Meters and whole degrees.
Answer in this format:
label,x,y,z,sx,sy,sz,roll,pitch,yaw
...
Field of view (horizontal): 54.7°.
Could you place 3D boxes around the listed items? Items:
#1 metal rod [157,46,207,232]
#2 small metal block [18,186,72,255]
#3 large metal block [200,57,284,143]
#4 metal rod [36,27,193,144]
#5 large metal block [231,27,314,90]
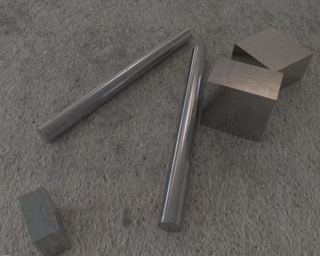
label,x,y,z,sx,sy,sz,roll,pitch,yaw
metal rod,0.037,-0.011,0.412,0.025,0.025,0.300,8,50,7
small metal block,-0.113,0.095,0.307,0.025,0.050,0.050,-23,54,-18
large metal block,0.102,-0.035,0.398,0.080,0.080,0.050,18,53,15
metal rod,-0.051,-0.078,0.467,0.025,0.025,0.302,33,57,24
large metal block,0.167,-0.102,0.474,0.081,0.050,0.080,-27,55,-21
